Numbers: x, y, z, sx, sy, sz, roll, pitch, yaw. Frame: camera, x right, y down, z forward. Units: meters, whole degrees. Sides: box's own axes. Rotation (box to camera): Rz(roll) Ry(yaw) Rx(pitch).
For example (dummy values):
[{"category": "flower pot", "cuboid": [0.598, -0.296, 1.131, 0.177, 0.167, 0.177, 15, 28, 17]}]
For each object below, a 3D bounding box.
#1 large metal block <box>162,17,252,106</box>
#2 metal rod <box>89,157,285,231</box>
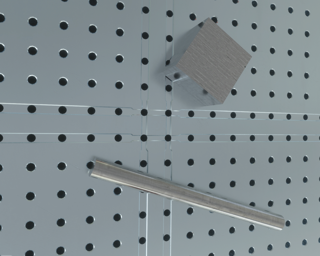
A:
[{"category": "large metal block", "cuboid": [0.063, -0.087, 0.423, 0.080, 0.050, 0.080, 36, 78, -17]}, {"category": "metal rod", "cuboid": [0.050, 0.097, 0.431, 0.302, 0.025, 0.025, 20, 83, -19]}]
